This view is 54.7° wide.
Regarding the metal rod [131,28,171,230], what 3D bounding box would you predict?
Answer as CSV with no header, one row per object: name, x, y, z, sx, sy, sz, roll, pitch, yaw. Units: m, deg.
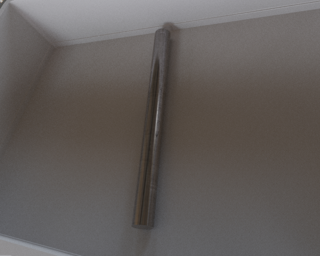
metal rod,-0.007,-0.019,0.419,0.025,0.025,0.299,-9,58,23
